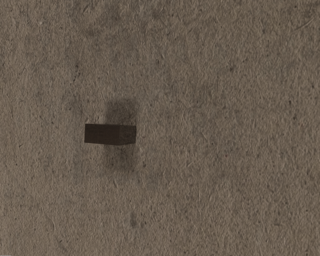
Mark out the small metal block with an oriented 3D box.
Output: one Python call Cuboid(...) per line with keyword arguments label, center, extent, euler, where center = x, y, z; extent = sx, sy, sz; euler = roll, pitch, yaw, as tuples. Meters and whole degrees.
Cuboid(label="small metal block", center=(-0.066, 0.008, 0.418), extent=(0.050, 0.050, 0.025), euler=(3, 91, 19))
